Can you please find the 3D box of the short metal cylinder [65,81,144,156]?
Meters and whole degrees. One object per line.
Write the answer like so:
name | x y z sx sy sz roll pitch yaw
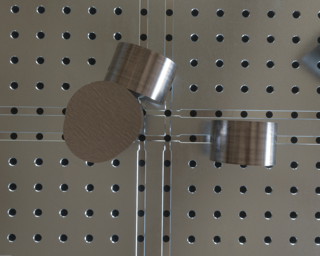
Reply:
short metal cylinder | -0.060 -0.010 0.350 0.081 0.050 0.079 0 90 0

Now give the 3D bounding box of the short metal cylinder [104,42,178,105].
short metal cylinder | -0.024 -0.066 0.386 0.080 0.080 0.050 21 90 -1

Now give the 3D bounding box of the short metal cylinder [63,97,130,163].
short metal cylinder | -0.077 0.002 0.400 0.081 0.050 0.079 0 90 -1

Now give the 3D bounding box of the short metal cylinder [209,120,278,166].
short metal cylinder | 0.103 0.017 0.387 0.081 0.080 0.050 3 90 -1
